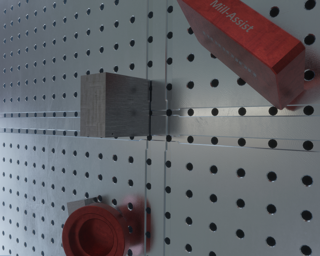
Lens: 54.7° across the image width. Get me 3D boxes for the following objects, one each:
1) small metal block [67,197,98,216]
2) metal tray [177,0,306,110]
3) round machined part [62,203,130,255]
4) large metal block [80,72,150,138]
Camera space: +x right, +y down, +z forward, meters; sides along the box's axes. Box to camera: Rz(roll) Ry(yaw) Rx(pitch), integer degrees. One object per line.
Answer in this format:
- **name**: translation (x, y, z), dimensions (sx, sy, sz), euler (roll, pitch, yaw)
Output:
- **small metal block**: translation (-0.126, 0.144, 0.513), dimensions (0.050, 0.025, 0.050), euler (-18, 78, 38)
- **metal tray**: translation (0.077, -0.082, 0.300), dimensions (0.030, 0.090, 0.130), euler (-44, 62, 5)
- **round machined part**: translation (-0.090, 0.159, 0.457), dimensions (0.098, 0.042, 0.097), euler (0, 88, 15)
- **large metal block**: translation (-0.060, -0.029, 0.423), dimensions (0.050, 0.081, 0.079), euler (1, 91, 40)
